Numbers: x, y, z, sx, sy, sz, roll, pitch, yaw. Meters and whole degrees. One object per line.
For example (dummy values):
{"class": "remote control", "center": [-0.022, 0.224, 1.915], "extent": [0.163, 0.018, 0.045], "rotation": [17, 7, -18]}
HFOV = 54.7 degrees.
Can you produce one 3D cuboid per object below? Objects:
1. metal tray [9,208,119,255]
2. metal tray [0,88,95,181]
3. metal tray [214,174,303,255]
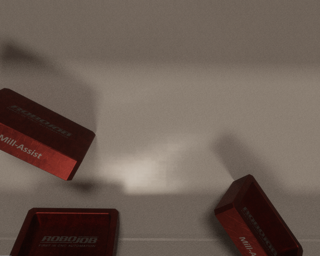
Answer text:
{"class": "metal tray", "center": [-0.127, 0.156, 0.429], "extent": [0.131, 0.090, 0.030], "rotation": [1, 126, -1]}
{"class": "metal tray", "center": [-0.151, 0.004, 0.376], "extent": [0.131, 0.090, 0.030], "rotation": [28, 108, -11]}
{"class": "metal tray", "center": [0.133, 0.136, 0.406], "extent": [0.030, 0.091, 0.130], "rotation": [-36, 88, 35]}
